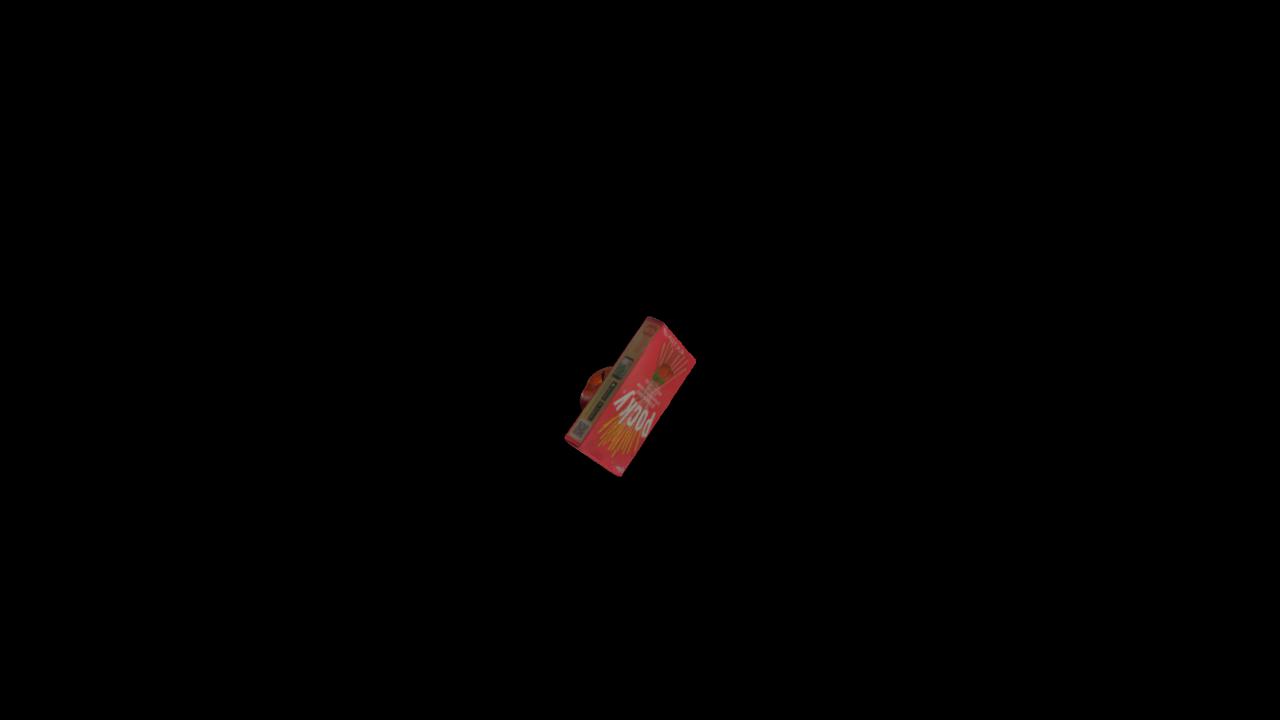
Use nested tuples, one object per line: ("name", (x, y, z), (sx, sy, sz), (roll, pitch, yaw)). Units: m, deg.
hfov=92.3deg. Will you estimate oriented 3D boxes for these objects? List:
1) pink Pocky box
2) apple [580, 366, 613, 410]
("pink Pocky box", (-0.006, 0.040, 0.643), (0.029, 0.155, 0.084), (25, -14, 41))
("apple", (-0.021, 0.047, 0.682), (0.079, 0.093, 0.079), (-23, 33, 16))
